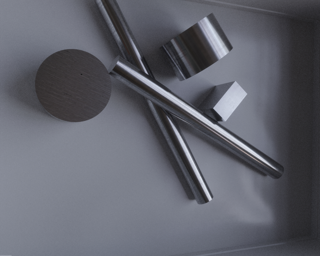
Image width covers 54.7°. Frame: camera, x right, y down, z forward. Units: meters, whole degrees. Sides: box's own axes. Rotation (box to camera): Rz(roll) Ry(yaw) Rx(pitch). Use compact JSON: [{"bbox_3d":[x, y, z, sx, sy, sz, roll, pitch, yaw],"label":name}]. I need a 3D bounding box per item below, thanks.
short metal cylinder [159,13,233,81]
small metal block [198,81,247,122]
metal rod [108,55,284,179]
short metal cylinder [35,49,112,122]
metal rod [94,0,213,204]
[{"bbox_3d":[0.046,-0.104,0.399,0.080,0.080,0.050,-38,103,-16],"label":"short metal cylinder"},{"bbox_3d":[0.084,-0.036,0.430,0.025,0.050,0.050,44,76,-15],"label":"small metal block"},{"bbox_3d":[0.064,-0.002,0.417,0.301,0.025,0.025,31,80,-25],"label":"metal rod"},{"bbox_3d":[-0.101,-0.046,0.360,0.081,0.050,0.079,0,90,-21],"label":"short metal cylinder"},{"bbox_3d":[-0.003,-0.031,0.410,0.025,0.025,0.299,-30,100,-18],"label":"metal rod"}]
